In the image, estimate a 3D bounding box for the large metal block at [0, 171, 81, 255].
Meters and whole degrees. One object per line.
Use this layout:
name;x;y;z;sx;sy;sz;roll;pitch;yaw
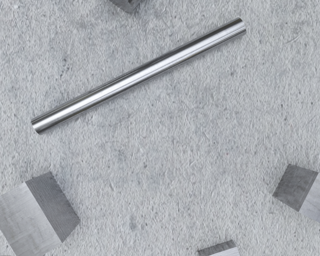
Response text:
large metal block;-0.150;0.106;0.381;0.050;0.080;0.080;-31;90;0

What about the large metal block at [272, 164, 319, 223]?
large metal block;0.201;0.089;0.384;0.080;0.080;0.050;27;90;0

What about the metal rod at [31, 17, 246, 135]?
metal rod;-0.027;-0.068;0.409;0.301;0.025;0.025;-26;90;0

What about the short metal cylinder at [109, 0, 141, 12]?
short metal cylinder;-0.051;-0.191;0.382;0.080;0.080;0.050;38;90;0

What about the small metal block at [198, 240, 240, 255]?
small metal block;0.083;0.184;0.411;0.050;0.025;0.050;-18;90;0
